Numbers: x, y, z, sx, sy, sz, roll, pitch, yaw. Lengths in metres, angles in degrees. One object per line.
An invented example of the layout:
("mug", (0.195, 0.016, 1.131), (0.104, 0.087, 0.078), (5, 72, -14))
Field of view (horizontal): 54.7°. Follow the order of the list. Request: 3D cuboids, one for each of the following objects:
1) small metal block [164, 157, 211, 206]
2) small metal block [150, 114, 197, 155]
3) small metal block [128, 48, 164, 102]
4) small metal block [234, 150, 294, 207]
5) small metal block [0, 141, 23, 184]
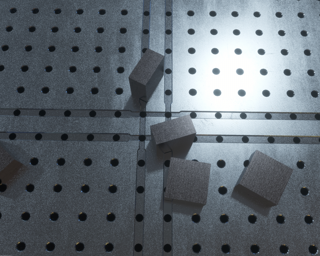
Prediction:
("small metal block", (0.034, 0.067, 0.388), (0.050, 0.025, 0.050), (9, 70, 3))
("small metal block", (0.016, 0.010, 0.395), (0.050, 0.050, 0.025), (-16, 71, -6))
("small metal block", (-0.017, -0.071, 0.424), (0.025, 0.050, 0.050), (27, 72, 9))
("small metal block", (0.130, 0.064, 0.390), (0.050, 0.025, 0.050), (30, 72, 10))
("small metal block", (-0.215, 0.044, 0.393), (0.050, 0.025, 0.050), (40, 75, 13))
